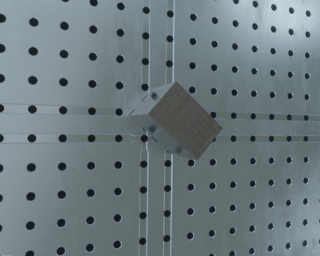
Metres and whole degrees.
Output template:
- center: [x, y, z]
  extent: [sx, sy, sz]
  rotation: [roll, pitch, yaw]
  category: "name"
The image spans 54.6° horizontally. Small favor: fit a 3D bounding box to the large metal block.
- center: [0.017, -0.008, 0.389]
  extent: [0.080, 0.080, 0.050]
  rotation: [43, 77, -15]
  category: "large metal block"
